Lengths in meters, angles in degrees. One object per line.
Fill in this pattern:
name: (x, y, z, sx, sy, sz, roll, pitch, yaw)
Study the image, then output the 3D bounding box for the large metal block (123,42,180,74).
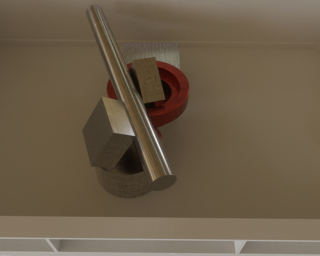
large metal block: (-0.013, -0.081, 0.453, 0.081, 0.050, 0.080, 0, 50, -1)

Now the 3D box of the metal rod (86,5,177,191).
metal rod: (-0.046, -0.060, 0.363, 0.025, 0.025, 0.299, -15, 52, -12)

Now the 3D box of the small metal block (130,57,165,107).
small metal block: (-0.017, -0.050, 0.367, 0.025, 0.050, 0.050, -12, 86, -15)

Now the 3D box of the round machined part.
round machined part: (-0.014, -0.038, 0.386, 0.099, 0.042, 0.098, 0, 50, 0)

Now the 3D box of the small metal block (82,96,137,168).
small metal block: (-0.053, 0.005, 0.314, 0.025, 0.050, 0.050, 11, 40, -37)

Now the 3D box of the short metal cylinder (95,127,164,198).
short metal cylinder: (-0.036, 0.033, 0.359, 0.081, 0.050, 0.080, 0, 50, 0)
